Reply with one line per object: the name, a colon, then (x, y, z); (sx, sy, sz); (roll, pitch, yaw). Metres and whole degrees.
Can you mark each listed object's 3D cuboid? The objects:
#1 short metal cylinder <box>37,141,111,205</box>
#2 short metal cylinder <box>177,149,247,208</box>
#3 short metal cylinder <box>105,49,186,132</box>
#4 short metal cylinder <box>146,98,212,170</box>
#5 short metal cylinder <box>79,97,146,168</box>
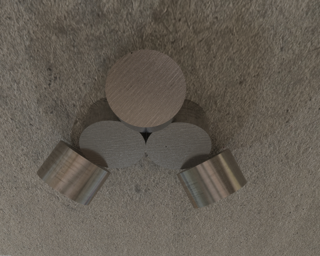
short metal cylinder: (-0.113, 0.059, 0.413); (0.080, 0.080, 0.050); (39, 80, -28)
short metal cylinder: (0.070, 0.068, 0.423); (0.080, 0.080, 0.050); (-30, 83, 23)
short metal cylinder: (-0.015, -0.037, 0.333); (0.081, 0.080, 0.050); (1, 173, -1)
short metal cylinder: (0.023, 0.008, 0.399); (0.081, 0.050, 0.079); (0, 130, 0)
short metal cylinder: (-0.058, 0.006, 0.396); (0.081, 0.050, 0.079); (0, 130, 0)
